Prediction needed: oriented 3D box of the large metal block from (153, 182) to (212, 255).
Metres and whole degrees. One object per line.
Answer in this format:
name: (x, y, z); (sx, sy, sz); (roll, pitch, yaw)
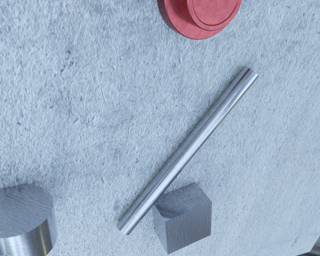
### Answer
large metal block: (0.036, 0.145, 0.502); (0.081, 0.050, 0.079); (-17, 126, -19)

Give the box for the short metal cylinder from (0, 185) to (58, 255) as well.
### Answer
short metal cylinder: (-0.161, 0.110, 0.352); (0.081, 0.080, 0.050); (-10, 123, -24)

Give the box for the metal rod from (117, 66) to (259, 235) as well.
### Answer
metal rod: (0.036, 0.038, 0.451); (0.025, 0.025, 0.299); (32, 101, -39)

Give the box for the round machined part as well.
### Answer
round machined part: (0.050, -0.144, 0.335); (0.099, 0.042, 0.097); (-14, 125, -21)
